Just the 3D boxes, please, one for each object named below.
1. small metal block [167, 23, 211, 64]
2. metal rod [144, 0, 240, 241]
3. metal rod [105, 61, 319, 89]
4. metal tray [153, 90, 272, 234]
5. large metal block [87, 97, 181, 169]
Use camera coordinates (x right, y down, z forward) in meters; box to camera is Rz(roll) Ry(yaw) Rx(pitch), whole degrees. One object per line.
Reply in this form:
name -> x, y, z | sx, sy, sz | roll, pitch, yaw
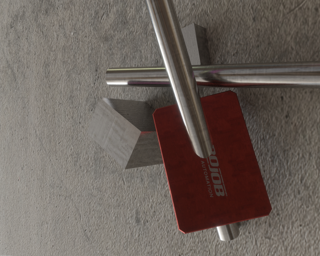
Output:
small metal block -> 0.031, -0.092, 0.377 | 0.050, 0.025, 0.050 | -13, 82, 39
metal rod -> 0.031, -0.021, 0.310 | 0.025, 0.025, 0.298 | -7, 107, 39
metal rod -> 0.062, -0.055, 0.330 | 0.300, 0.025, 0.025 | 5, 94, 32
metal tray -> 0.051, 0.034, 0.323 | 0.090, 0.030, 0.129 | -14, 75, 4
large metal block -> -0.031, 0.004, 0.392 | 0.080, 0.081, 0.050 | 38, 113, 33
